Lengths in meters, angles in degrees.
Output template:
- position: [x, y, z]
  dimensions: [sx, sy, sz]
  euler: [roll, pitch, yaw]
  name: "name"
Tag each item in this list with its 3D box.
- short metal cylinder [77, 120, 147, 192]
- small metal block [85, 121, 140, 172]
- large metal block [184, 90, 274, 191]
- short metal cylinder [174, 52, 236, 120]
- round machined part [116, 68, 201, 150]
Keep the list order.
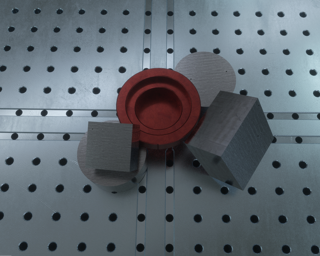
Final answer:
- position: [-0.056, 0.036, 0.384]
  dimensions: [0.081, 0.050, 0.080]
  euler: [0, 70, 0]
  name: "short metal cylinder"
- position: [-0.051, 0.019, 0.338]
  dimensions: [0.050, 0.025, 0.050]
  euler: [4, 89, 14]
  name: "small metal block"
- position: [0.086, 0.015, 0.371]
  dimensions: [0.050, 0.080, 0.080]
  euler: [20, 67, 43]
  name: "large metal block"
- position: [0.057, -0.055, 0.419]
  dimensions: [0.081, 0.050, 0.080]
  euler: [0, 70, 0]
  name: "short metal cylinder"
- position: [-0.002, -0.020, 0.379]
  dimensions: [0.099, 0.042, 0.098]
  euler: [0, 70, 0]
  name: "round machined part"
